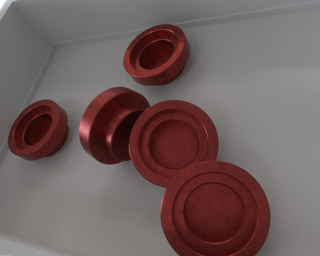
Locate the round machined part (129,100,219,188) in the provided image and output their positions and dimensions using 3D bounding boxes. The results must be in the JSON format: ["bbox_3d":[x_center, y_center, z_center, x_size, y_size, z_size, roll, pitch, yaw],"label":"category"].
[{"bbox_3d":[0.017,0.020,0.358,0.099,0.042,0.098,-1,79,7],"label":"round machined part"}]

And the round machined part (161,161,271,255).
[{"bbox_3d":[0.052,0.081,0.301,0.099,0.042,0.097,-1,84,7],"label":"round machined part"}]

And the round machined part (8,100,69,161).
[{"bbox_3d":[-0.185,0.007,0.488,0.098,0.042,0.098,-13,56,21],"label":"round machined part"}]

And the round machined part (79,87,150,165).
[{"bbox_3d":[-0.045,0.002,0.382,0.042,0.098,0.098,28,77,37],"label":"round machined part"}]

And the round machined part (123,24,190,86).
[{"bbox_3d":[-0.001,-0.102,0.458,0.098,0.042,0.098,-13,56,21],"label":"round machined part"}]
